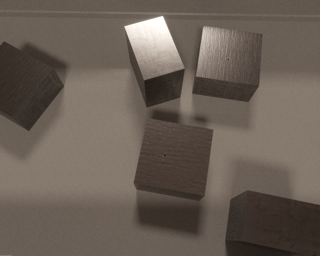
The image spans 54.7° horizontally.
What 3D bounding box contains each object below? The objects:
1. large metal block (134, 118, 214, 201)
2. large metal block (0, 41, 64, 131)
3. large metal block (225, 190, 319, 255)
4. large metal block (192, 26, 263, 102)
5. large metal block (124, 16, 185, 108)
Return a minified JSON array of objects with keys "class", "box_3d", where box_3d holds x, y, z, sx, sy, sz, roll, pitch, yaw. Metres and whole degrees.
[{"class":"large metal block","box_3d":[0.017,0.040,0.382,0.080,0.050,0.080,10,70,3]},{"class":"large metal block","box_3d":[-0.192,-0.055,0.414,0.080,0.050,0.080,29,72,9]},{"class":"large metal block","box_3d":[0.124,0.107,0.343,0.080,0.080,0.050,11,71,4]},{"class":"large metal block","box_3d":[0.092,-0.088,0.430,0.080,0.050,0.080,9,70,3]},{"class":"large metal block","box_3d":[-0.008,-0.085,0.411,0.050,0.080,0.080,-18,71,-7]}]
